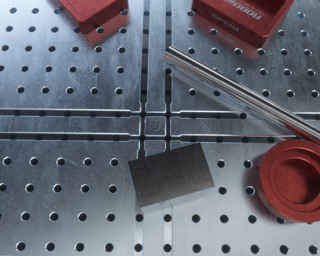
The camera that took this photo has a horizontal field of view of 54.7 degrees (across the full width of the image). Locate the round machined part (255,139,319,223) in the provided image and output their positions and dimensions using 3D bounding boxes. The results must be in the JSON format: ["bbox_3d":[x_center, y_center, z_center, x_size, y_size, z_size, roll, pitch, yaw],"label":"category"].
[{"bbox_3d":[0.166,0.066,0.381,0.099,0.042,0.098,0,70,-1],"label":"round machined part"}]

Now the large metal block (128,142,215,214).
[{"bbox_3d":[0.011,0.061,0.360,0.081,0.080,0.050,-15,71,-6],"label":"large metal block"}]

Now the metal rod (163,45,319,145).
[{"bbox_3d":[0.137,-0.031,0.424,0.301,0.025,0.025,32,73,10],"label":"metal rod"}]

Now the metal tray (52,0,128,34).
[{"bbox_3d":[-0.124,-0.219,0.487,0.090,0.030,0.130,-39,75,-13],"label":"metal tray"}]

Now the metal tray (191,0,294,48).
[{"bbox_3d":[0.126,-0.193,0.481,0.130,0.030,0.090,35,73,11],"label":"metal tray"}]
